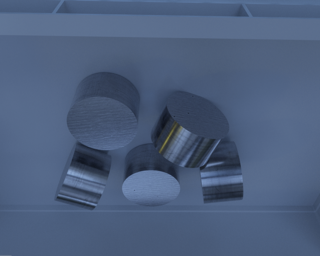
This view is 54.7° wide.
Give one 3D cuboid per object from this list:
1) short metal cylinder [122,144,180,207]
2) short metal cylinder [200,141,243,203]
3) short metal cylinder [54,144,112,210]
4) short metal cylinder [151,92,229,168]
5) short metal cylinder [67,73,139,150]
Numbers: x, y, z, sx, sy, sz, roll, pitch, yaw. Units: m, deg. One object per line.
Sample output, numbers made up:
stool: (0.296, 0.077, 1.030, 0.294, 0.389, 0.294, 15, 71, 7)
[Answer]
short metal cylinder: (-0.012, 0.069, 0.449, 0.081, 0.050, 0.079, 0, 130, 0)
short metal cylinder: (0.080, 0.060, 0.423, 0.050, 0.080, 0.080, -7, 130, 5)
short metal cylinder: (-0.106, 0.067, 0.426, 0.050, 0.080, 0.080, 21, 127, -18)
short metal cylinder: (0.035, 0.001, 0.374, 0.081, 0.080, 0.050, 17, 128, -14)
short metal cylinder: (-0.066, -0.019, 0.373, 0.081, 0.050, 0.079, 0, 130, 0)
